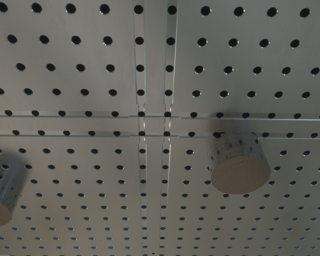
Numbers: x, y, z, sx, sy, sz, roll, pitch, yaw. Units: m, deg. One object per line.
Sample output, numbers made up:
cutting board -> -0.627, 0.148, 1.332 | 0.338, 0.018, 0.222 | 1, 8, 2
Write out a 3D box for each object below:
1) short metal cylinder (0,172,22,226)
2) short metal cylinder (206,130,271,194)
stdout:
short metal cylinder -> -0.267, 0.112, 0.486 | 0.081, 0.050, 0.079 | 0, 130, 0
short metal cylinder -> 0.109, 0.049, 0.439 | 0.081, 0.050, 0.079 | 0, 130, 0
